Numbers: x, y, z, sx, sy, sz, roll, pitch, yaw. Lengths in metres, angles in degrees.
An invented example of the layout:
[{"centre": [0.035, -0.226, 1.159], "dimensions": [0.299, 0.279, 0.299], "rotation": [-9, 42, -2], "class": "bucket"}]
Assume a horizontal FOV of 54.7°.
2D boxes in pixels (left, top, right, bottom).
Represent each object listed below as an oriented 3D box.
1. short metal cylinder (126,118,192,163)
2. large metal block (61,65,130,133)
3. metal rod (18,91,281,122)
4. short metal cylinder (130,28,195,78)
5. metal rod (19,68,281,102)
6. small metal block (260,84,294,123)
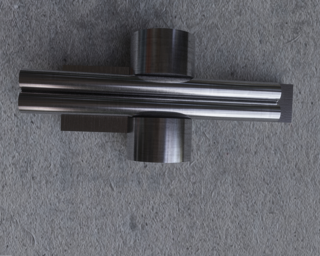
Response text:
[{"centre": [-0.001, 0.013, 0.384], "dimensions": [0.081, 0.080, 0.050], "rotation": [2, 90, 0], "class": "short metal cylinder"}, {"centre": [-0.078, -0.035, 0.398], "dimensions": [0.081, 0.050, 0.080], "rotation": [2, 90, 0], "class": "large metal block"}, {"centre": [-0.005, -0.024, 0.366], "dimensions": [0.302, 0.025, 0.025], "rotation": [2, 90, -8], "class": "metal rod"}, {"centre": [0.003, -0.086, 0.384], "dimensions": [0.081, 0.080, 0.050], "rotation": [2, 90, 0], "class": "short metal cylinder"}, {"centre": [-0.004, -0.049, 0.366], "dimensions": [0.302, 0.025, 0.025], "rotation": [2, 90, -8], "class": "metal rod"}, {"centre": [0.146, -0.033, 0.413], "dimensions": [0.050, 0.025, 0.050], "rotation": [3, 90, 0], "class": "small metal block"}]
